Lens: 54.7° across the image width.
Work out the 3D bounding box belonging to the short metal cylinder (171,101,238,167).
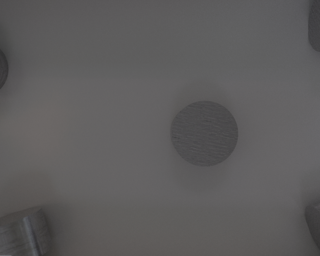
[{"bbox_3d":[0.054,0.007,0.399,0.081,0.050,0.080,0,90,0],"label":"short metal cylinder"}]

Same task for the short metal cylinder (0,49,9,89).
[{"bbox_3d":[-0.247,-0.080,0.397,0.081,0.050,0.080,0,90,0],"label":"short metal cylinder"}]

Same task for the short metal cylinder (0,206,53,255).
[{"bbox_3d":[-0.181,0.136,0.383,0.080,0.080,0.050,-16,90,0],"label":"short metal cylinder"}]

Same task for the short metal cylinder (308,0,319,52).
[{"bbox_3d":[0.229,-0.136,0.385,0.050,0.080,0.080,0,90,0],"label":"short metal cylinder"}]

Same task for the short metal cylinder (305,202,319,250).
[{"bbox_3d":[0.227,0.127,0.386,0.050,0.080,0.080,-19,90,0],"label":"short metal cylinder"}]
